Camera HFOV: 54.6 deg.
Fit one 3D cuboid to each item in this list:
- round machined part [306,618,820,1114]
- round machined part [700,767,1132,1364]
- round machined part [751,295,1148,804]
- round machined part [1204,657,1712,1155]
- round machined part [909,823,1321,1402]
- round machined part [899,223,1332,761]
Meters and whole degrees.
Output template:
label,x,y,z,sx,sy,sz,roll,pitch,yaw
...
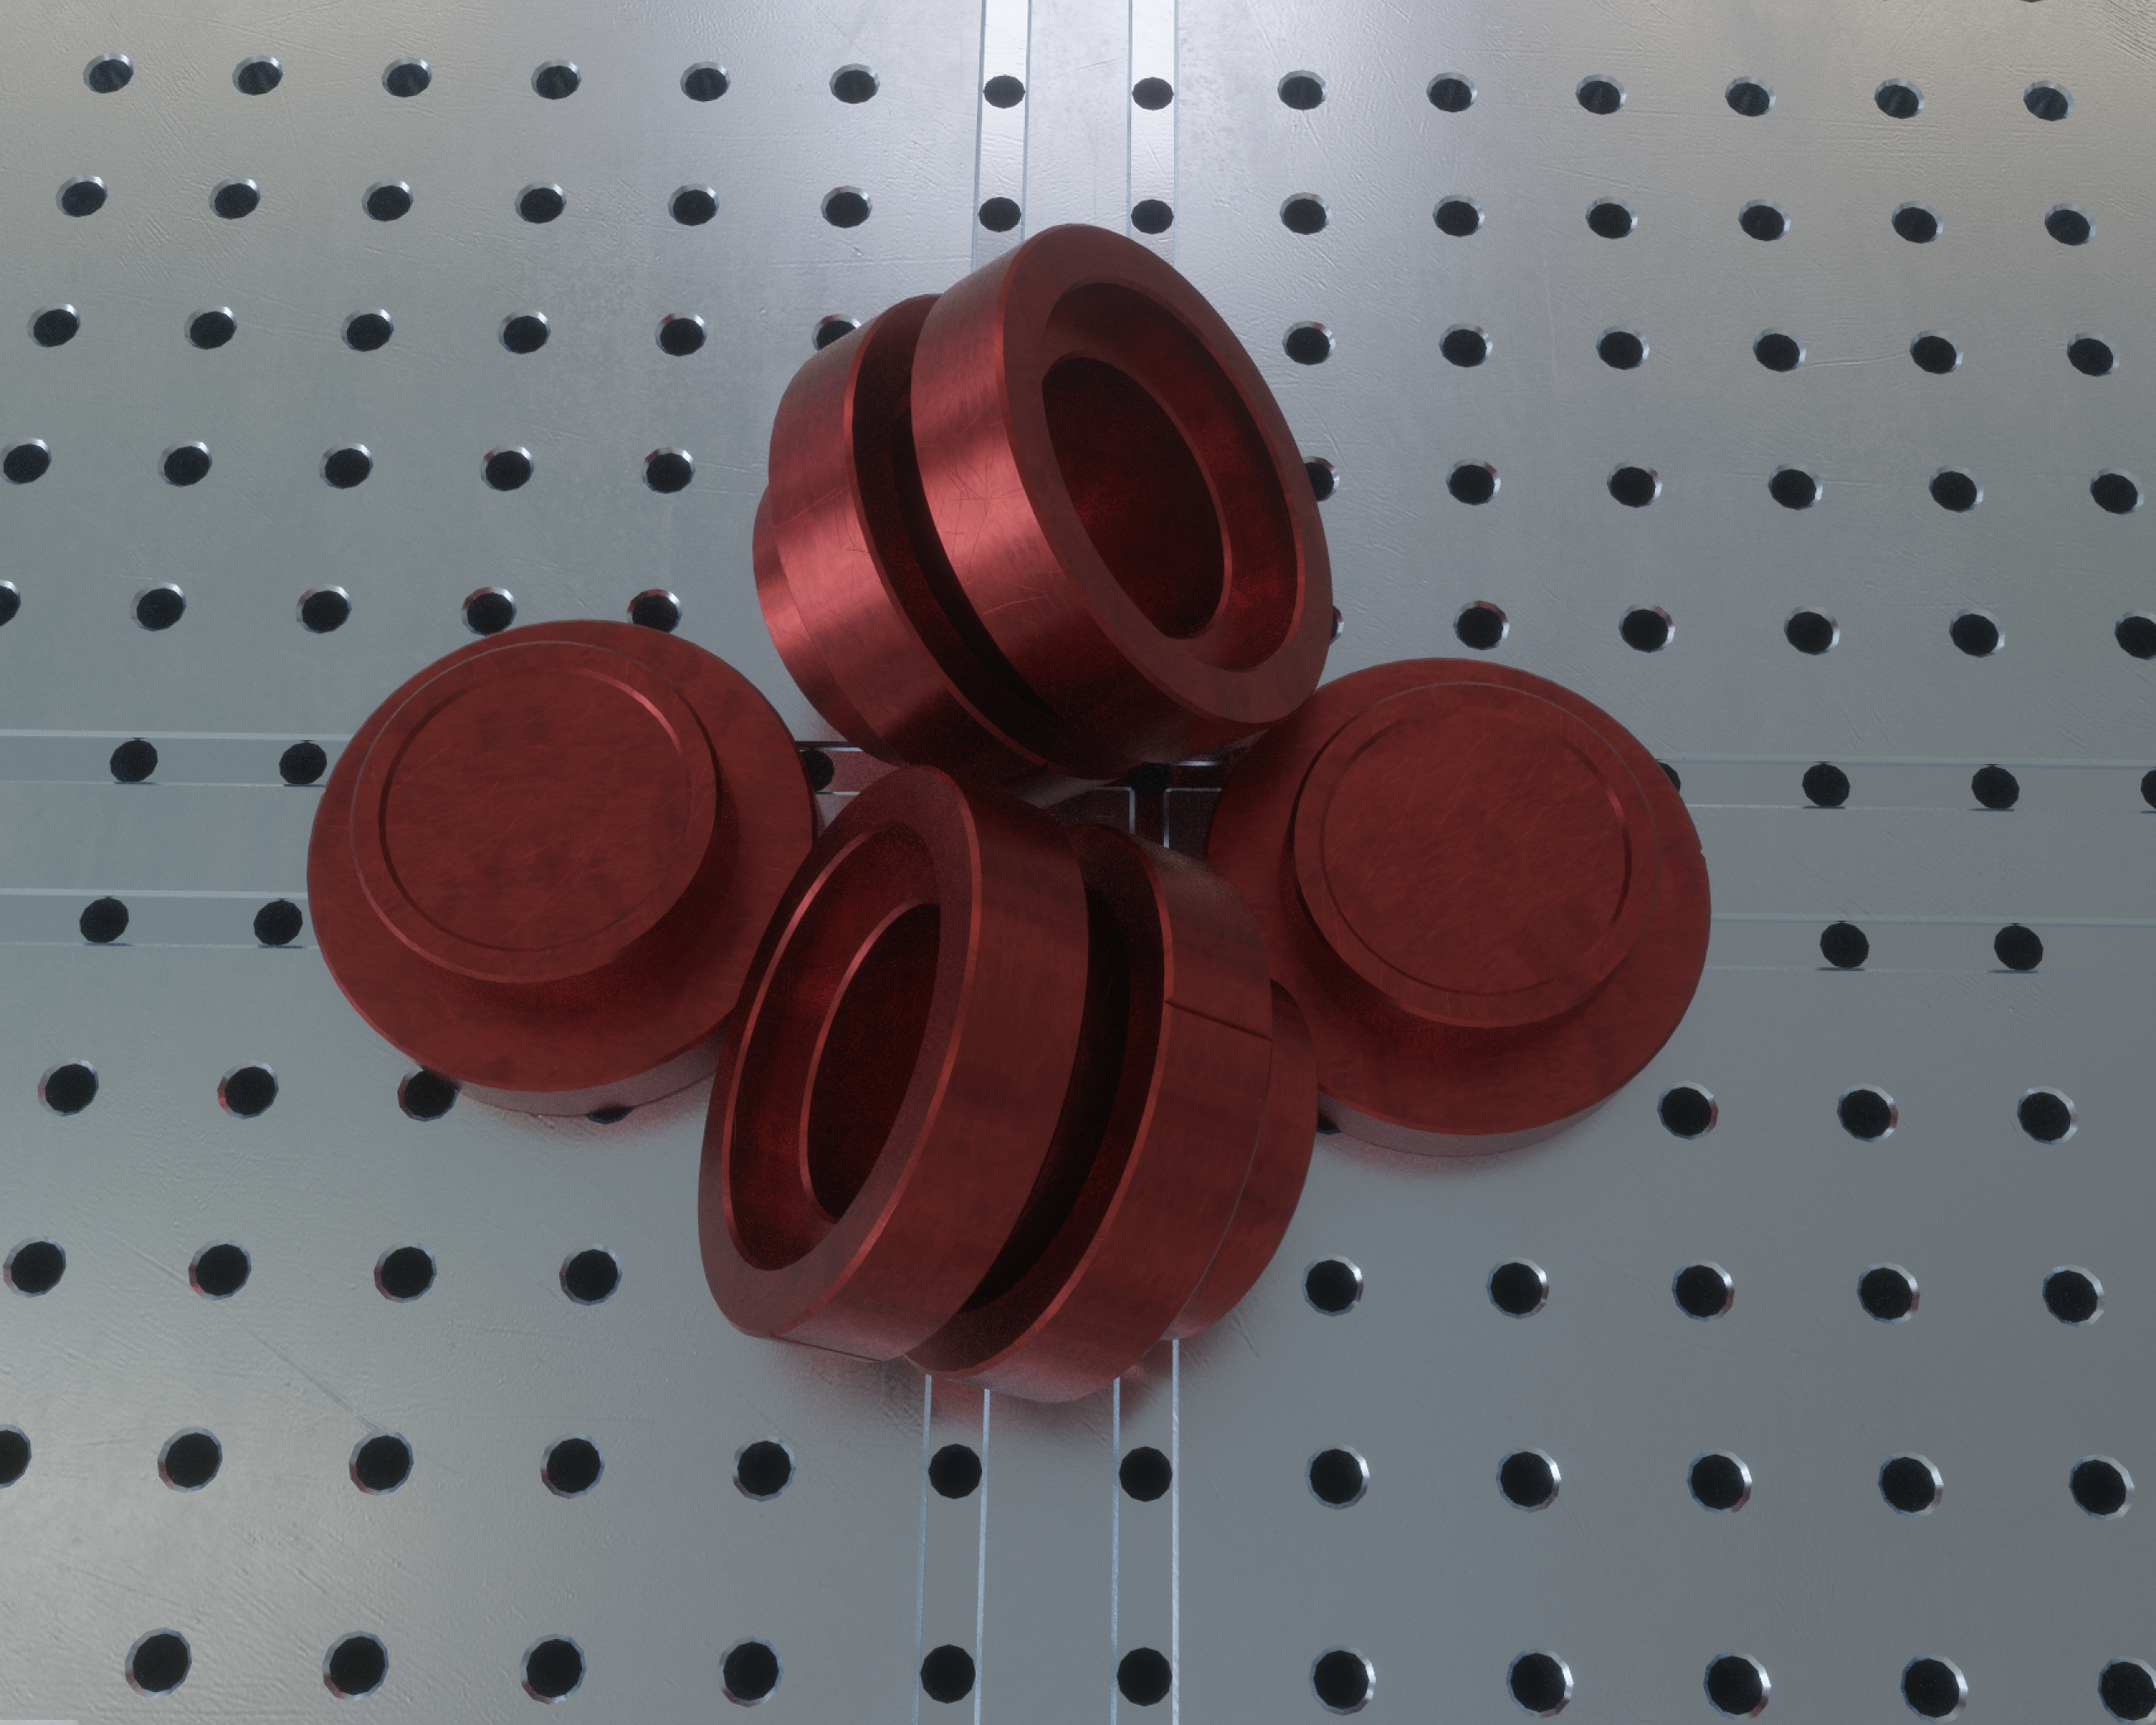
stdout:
label,x,y,z,sx,sy,sz,roll,pitch,yaw
round machined part,-0.100,-0.004,0.403,0.099,0.042,0.098,0,70,0
round machined part,-0.024,0.036,0.355,0.042,0.098,0.098,21,68,-27
round machined part,-0.024,-0.056,0.405,0.042,0.099,0.098,-21,65,35
round machined part,0.073,0.004,0.402,0.099,0.042,0.098,0,70,0
round machined part,0.005,0.046,0.366,0.042,0.098,0.098,21,68,-26
round machined part,0.003,-0.064,0.390,0.042,0.099,0.098,-21,65,35
